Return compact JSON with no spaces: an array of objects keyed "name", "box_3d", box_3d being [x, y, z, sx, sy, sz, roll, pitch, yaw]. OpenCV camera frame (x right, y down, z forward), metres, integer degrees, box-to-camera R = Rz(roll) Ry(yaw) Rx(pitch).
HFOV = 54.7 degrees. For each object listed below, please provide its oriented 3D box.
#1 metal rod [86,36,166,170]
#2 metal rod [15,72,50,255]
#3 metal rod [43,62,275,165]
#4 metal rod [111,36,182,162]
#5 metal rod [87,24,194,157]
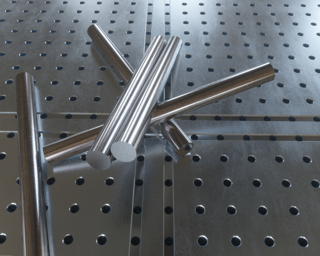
[{"name":"metal rod","box_3d":[-0.030,-0.058,0.414,0.025,0.025,0.301,9,38,7]},{"name":"metal rod","box_3d":[-0.158,0.035,0.375,0.025,0.025,0.299,-14,52,-12]},{"name":"metal rod","box_3d":[0.003,-0.020,0.391,0.302,0.025,0.025,-21,53,-5]},{"name":"metal rod","box_3d":[-0.004,-0.062,0.411,0.025,0.025,0.301,10,36,7]},{"name":"metal rod","box_3d":[-0.043,-0.073,0.468,0.025,0.025,0.300,-24,54,-19]}]
